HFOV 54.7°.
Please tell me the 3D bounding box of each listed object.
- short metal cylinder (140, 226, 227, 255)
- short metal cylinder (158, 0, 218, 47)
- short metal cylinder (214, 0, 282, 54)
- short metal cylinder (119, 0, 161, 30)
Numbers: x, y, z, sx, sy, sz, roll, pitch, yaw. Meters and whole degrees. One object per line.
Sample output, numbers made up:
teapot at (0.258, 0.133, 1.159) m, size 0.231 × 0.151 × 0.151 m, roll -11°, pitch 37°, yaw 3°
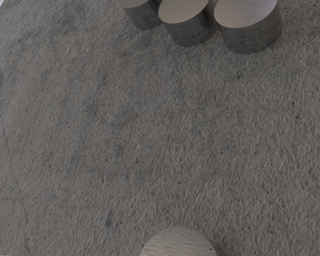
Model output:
short metal cylinder at (0.024, 0.139, 0.290) m, size 0.080 × 0.050 × 0.080 m, roll -13°, pitch 56°, yaw 21°
short metal cylinder at (0.045, -0.170, 0.469) m, size 0.080 × 0.050 × 0.080 m, roll -13°, pitch 56°, yaw 21°
short metal cylinder at (0.119, -0.146, 0.415) m, size 0.080 × 0.050 × 0.080 m, roll -13°, pitch 56°, yaw 21°
short metal cylinder at (-0.023, -0.217, 0.534) m, size 0.080 × 0.050 × 0.080 m, roll -13°, pitch 56°, yaw 21°
